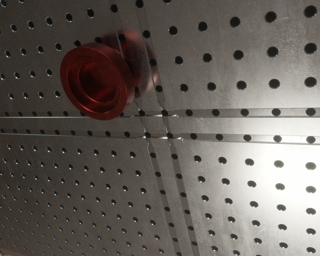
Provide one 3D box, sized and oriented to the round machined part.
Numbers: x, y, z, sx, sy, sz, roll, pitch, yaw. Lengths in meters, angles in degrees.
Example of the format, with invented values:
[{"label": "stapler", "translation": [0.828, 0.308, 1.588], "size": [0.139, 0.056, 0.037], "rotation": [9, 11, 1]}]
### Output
[{"label": "round machined part", "translation": [-0.075, -0.062, 0.400], "size": [0.098, 0.042, 0.097], "rotation": [13, 124, 20]}]
